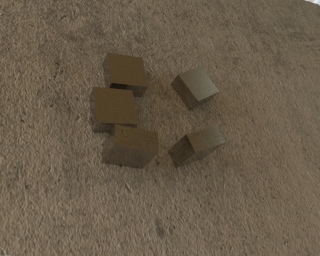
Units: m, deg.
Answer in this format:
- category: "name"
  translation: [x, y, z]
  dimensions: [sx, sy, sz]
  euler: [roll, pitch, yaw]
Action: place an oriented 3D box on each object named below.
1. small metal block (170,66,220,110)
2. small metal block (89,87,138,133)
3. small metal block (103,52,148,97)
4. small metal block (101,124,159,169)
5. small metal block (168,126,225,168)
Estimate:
- category: "small metal block"
  translation: [0.053, -0.061, 0.469]
  dimensions: [0.050, 0.025, 0.050]
  euler: [-27, 77, -37]
- category: "small metal block"
  translation: [-0.058, -0.022, 0.385]
  dimensions: [0.050, 0.025, 0.050]
  euler: [3, 61, -27]
- category: "small metal block"
  translation: [-0.048, -0.072, 0.422]
  dimensions: [0.050, 0.025, 0.050]
  euler: [3, 60, -27]
- category: "small metal block"
  translation: [-0.035, 0.023, 0.355]
  dimensions: [0.050, 0.050, 0.025]
  euler: [12, 57, -22]
- category: "small metal block"
  translation: [0.046, 0.025, 0.397]
  dimensions: [0.050, 0.050, 0.025]
  euler: [-14, 69, -34]
